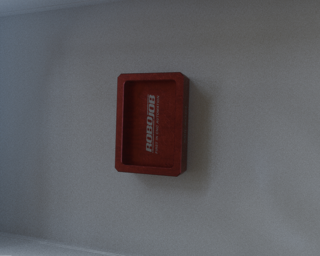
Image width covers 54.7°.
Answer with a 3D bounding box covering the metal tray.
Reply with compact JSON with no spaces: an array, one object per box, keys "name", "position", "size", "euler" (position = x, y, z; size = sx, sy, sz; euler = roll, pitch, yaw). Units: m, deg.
[{"name":"metal tray","position":[-0.010,-0.006,0.407],"size":[0.090,0.030,0.129],"euler":[2,90,19]}]
